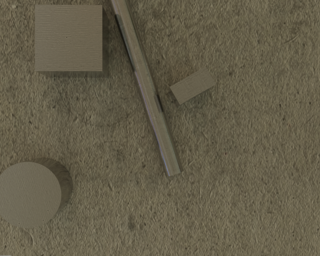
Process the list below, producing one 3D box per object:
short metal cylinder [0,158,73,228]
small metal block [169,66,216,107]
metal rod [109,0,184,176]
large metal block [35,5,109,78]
[{"bbox_3d":[-0.159,0.080,0.395,0.081,0.050,0.079,0,90,-1],"label":"short metal cylinder"},{"bbox_3d":[0.039,-0.051,0.398,0.050,0.050,0.025,-30,90,0],"label":"small metal block"},{"bbox_3d":[-0.026,-0.082,0.409,0.025,0.025,0.298,-18,90,0],"label":"metal rod"},{"bbox_3d":[-0.110,-0.108,0.396,0.081,0.050,0.079,0,90,-1],"label":"large metal block"}]
